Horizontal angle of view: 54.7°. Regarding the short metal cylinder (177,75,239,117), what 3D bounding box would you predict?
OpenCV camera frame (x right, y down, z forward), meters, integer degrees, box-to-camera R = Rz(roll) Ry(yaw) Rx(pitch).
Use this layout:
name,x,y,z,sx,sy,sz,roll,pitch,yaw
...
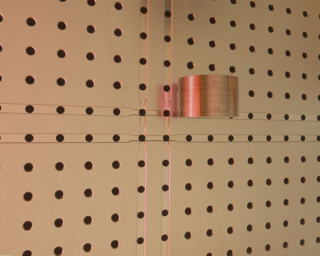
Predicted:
name,x,y,z,sx,sy,sz,roll,pitch,yaw
short metal cylinder,0.063,-0.039,0.408,0.081,0.080,0.050,-1,91,-20
